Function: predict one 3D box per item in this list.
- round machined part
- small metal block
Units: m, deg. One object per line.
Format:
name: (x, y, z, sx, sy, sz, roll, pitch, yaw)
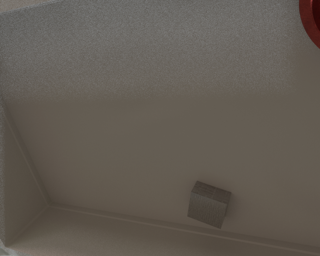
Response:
round machined part: (0.162, -0.098, 0.233, 0.098, 0.042, 0.098, 42, 158, 22)
small metal block: (0.069, 0.109, 0.439, 0.050, 0.025, 0.050, 17, 125, 18)
